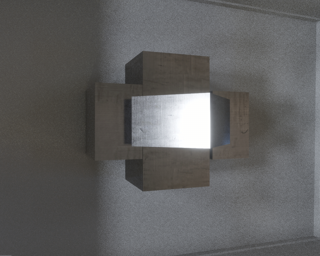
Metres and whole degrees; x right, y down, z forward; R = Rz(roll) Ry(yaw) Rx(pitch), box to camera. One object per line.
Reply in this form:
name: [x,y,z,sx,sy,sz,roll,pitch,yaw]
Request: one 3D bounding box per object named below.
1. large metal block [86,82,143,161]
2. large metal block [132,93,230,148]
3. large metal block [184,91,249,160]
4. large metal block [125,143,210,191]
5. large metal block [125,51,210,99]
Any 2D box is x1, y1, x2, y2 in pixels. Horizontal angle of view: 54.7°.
large metal block: [-0.056,-0.007,0.360,0.050,0.080,0.080,0,90,-20]
large metal block: [0.025,-0.007,0.329,0.080,0.080,0.050,-1,91,-65]
large metal block: [0.070,-0.004,0.404,0.050,0.080,0.080,0,90,-21]
large metal block: [0.006,0.043,0.382,0.081,0.080,0.050,0,90,-20]
large metal block: [0.006,-0.058,0.382,0.081,0.080,0.050,0,90,-20]
